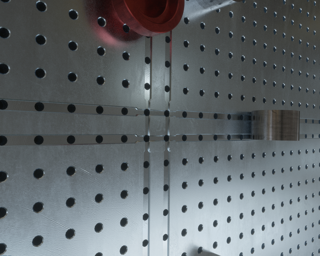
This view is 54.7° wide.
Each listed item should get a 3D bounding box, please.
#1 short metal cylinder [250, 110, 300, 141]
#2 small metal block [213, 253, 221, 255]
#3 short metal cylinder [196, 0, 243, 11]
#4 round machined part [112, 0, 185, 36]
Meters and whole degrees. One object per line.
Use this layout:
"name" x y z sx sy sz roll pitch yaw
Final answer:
"short metal cylinder" 0.200 -0.004 0.541 0.081 0.080 0.050 2 89 -40
"small metal block" 0.109 0.229 0.485 0.025 0.050 0.050 -49 119 -29
"short metal cylinder" 0.091 -0.224 0.468 0.081 0.050 0.080 0 90 -40
"round machined part" -0.019 -0.162 0.381 0.099 0.042 0.097 0 90 -40
